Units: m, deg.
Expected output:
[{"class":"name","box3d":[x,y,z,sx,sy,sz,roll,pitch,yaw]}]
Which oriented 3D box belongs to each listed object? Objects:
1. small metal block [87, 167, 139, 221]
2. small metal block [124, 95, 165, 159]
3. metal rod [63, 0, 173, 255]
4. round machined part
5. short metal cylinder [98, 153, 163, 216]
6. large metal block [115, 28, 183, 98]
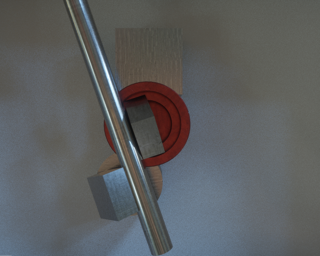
[{"class":"small metal block","box3d":[-0.054,0.073,0.345,0.025,0.050,0.050,-19,90,-34]},{"class":"small metal block","box3d":[-0.018,-0.002,0.349,0.025,0.050,0.050,-19,125,-4]},{"class":"metal rod","box3d":[-0.047,-0.007,0.340,0.025,0.025,0.298,-19,90,0]},{"class":"round machined part","box3d":[-0.014,-0.005,0.372,0.099,0.042,0.097,0,90,-1]},{"class":"short metal cylinder","box3d":[-0.037,0.066,0.398,0.081,0.050,0.079,0,90,-1]},{"class":"large metal block","box3d":[-0.013,-0.080,0.396,0.081,0.050,0.079,0,90,-1]}]
